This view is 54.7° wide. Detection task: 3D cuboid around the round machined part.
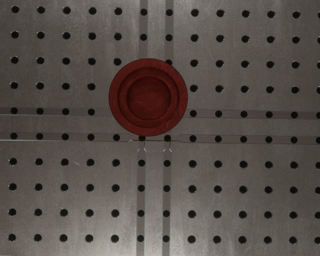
[{"bbox_3d":[-0.015,-0.038,0.405,0.099,0.042,0.097,0,90,-1],"label":"round machined part"}]
